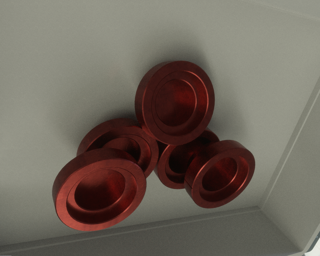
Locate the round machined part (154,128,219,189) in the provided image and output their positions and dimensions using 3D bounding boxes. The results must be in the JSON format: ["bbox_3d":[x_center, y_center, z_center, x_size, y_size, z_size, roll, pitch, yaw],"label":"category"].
[{"bbox_3d":[0.033,0.035,0.435,0.099,0.042,0.097,-14,124,-21],"label":"round machined part"}]

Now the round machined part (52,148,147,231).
[{"bbox_3d":[-0.068,0.063,0.343,0.099,0.042,0.097,-14,124,-21],"label":"round machined part"}]

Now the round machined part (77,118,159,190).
[{"bbox_3d":[-0.054,0.030,0.385,0.099,0.042,0.097,-14,124,-21],"label":"round machined part"}]

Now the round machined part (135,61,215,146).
[{"bbox_3d":[0.014,-0.031,0.371,0.099,0.042,0.097,-7,104,-29],"label":"round machined part"}]

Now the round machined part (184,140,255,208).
[{"bbox_3d":[0.075,0.057,0.419,0.099,0.042,0.097,-14,124,-21],"label":"round machined part"}]
